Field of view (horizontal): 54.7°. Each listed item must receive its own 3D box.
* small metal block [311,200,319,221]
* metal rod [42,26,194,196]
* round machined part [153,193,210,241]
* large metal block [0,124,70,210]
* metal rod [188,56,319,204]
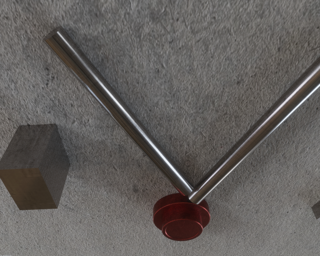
[{"bbox_3d":[0.301,0.139,0.530,0.050,0.025,0.050,18,128,-15],"label":"small metal block"},{"bbox_3d":[-0.035,-0.001,0.405,0.025,0.025,0.300,-25,126,19],"label":"metal rod"},{"bbox_3d":[0.037,0.158,0.531,0.099,0.042,0.097,0,130,0],"label":"round machined part"},{"bbox_3d":[-0.163,0.051,0.412,0.050,0.080,0.079,-3,130,2],"label":"large metal block"},{"bbox_3d":[0.128,0.013,0.420,0.025,0.025,0.298,22,127,-18],"label":"metal rod"}]
